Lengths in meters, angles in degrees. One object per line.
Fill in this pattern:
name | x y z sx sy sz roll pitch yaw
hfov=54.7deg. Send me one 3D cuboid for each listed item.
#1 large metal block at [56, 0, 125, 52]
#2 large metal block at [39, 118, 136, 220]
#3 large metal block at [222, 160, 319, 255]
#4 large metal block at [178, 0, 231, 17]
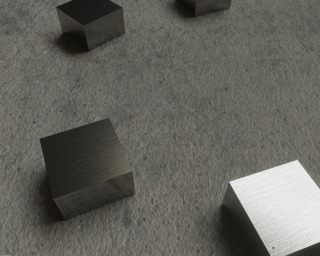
large metal block | -0.120 -0.189 0.545 0.080 0.050 0.080 -37 59 -27
large metal block | -0.081 0.044 0.349 0.081 0.050 0.080 -18 52 -15
large metal block | 0.120 0.089 0.313 0.081 0.050 0.080 -15 52 -12
large metal block | 0.088 -0.272 0.616 0.081 0.050 0.080 -19 53 -16
